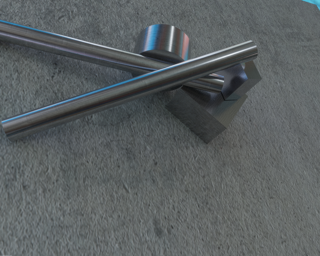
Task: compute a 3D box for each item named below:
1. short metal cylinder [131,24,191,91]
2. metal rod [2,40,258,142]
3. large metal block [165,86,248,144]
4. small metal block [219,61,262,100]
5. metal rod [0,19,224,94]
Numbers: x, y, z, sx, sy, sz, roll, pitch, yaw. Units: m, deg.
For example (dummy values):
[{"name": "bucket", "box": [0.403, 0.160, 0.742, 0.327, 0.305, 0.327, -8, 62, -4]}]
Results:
[{"name": "short metal cylinder", "box": [0.002, -0.096, 0.433, 0.081, 0.080, 0.050, 19, 54, -18]}, {"name": "metal rod", "box": [-0.021, -0.048, 0.357, 0.302, 0.025, 0.025, -20, 72, -14]}, {"name": "large metal block", "box": [0.068, -0.038, 0.449, 0.080, 0.050, 0.080, 41, 52, 0]}, {"name": "small metal block", "box": [0.104, -0.073, 0.424, 0.025, 0.050, 0.050, -5, 64, -30]}, {"name": "metal rod", "box": [-0.066, -0.090, 0.389, 0.302, 0.025, 0.025, 12, 56, -8]}]
